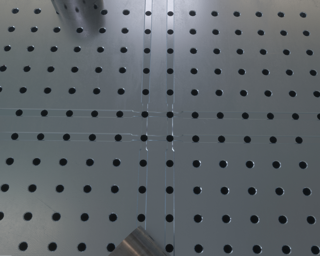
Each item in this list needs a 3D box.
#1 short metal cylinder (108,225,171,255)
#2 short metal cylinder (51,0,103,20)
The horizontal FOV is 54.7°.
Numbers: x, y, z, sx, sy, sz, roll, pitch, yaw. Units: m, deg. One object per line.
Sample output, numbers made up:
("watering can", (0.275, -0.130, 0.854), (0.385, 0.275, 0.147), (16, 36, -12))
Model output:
("short metal cylinder", (-0.031, 0.151, 0.327), (0.050, 0.080, 0.080), (42, 75, 13))
("short metal cylinder", (-0.132, -0.216, 0.476), (0.081, 0.050, 0.080), (0, 70, 0))
